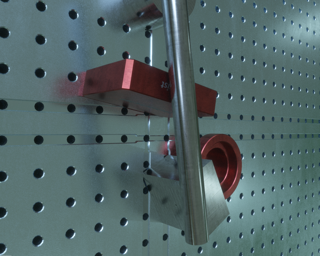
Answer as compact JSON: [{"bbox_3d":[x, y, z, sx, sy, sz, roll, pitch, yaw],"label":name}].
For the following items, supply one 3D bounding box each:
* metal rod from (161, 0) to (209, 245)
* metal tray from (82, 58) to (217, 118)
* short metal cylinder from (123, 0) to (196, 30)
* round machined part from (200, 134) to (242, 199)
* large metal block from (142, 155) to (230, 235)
[{"bbox_3d":[0.023,-0.031,0.309,0.025,0.025,0.298,-10,97,-40],"label":"metal rod"},{"bbox_3d":[-0.010,-0.040,0.358,0.131,0.090,0.030,13,82,-39],"label":"metal tray"},{"bbox_3d":[0.000,-0.170,0.392,0.081,0.050,0.079,0,90,-40],"label":"short metal cylinder"},{"bbox_3d":[0.075,0.057,0.461,0.099,0.042,0.097,0,90,-40],"label":"round machined part"},{"bbox_3d":[0.033,0.085,0.401,0.050,0.080,0.080,-32,110,-35],"label":"large metal block"}]
